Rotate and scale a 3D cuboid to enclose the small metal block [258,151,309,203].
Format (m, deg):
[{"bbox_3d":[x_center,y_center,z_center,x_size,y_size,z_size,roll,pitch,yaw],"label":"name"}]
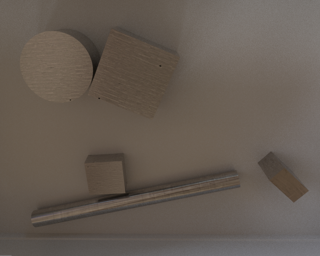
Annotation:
[{"bbox_3d":[0.168,0.066,0.425,0.050,0.050,0.025,41,105,-14],"label":"small metal block"}]

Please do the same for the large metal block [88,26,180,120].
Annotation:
[{"bbox_3d":[-0.031,-0.067,0.373,0.080,0.050,0.079,21,109,-8],"label":"large metal block"}]

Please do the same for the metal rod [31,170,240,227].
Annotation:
[{"bbox_3d":[-0.037,0.103,0.448,0.302,0.025,0.025,-12,110,4],"label":"metal rod"}]

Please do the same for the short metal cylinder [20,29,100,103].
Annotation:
[{"bbox_3d":[-0.115,-0.075,0.369,0.081,0.050,0.079,0,110,-1],"label":"short metal cylinder"}]

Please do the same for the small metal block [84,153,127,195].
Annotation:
[{"bbox_3d":[-0.075,0.064,0.434,0.050,0.025,0.050,-3,110,1],"label":"small metal block"}]
